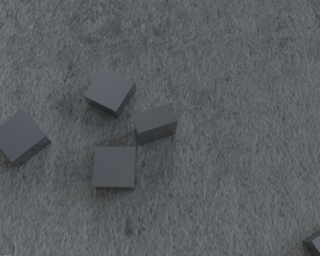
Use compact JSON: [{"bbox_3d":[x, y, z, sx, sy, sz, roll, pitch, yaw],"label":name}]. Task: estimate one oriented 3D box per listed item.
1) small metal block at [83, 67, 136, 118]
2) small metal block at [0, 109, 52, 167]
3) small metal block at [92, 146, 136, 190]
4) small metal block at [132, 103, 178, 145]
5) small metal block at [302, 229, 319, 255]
[{"bbox_3d":[-0.068,-0.049,0.425,0.050,0.025,0.050,26,72,9],"label":"small metal block"},{"bbox_3d":[-0.180,0.013,0.401,0.050,0.025,0.050,-41,75,-14],"label":"small metal block"},{"bbox_3d":[-0.056,0.051,0.389,0.050,0.025,0.050,1,70,0],"label":"small metal block"},{"bbox_3d":[-0.006,-0.004,0.396,0.050,0.050,0.025,-18,71,-7],"label":"small metal block"},{"bbox_3d":[0.206,0.141,0.359,0.050,0.025,0.050,-28,73,-10],"label":"small metal block"}]
